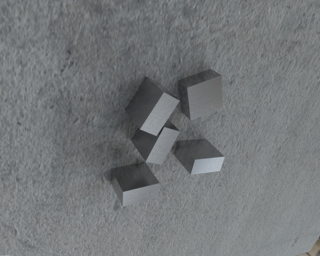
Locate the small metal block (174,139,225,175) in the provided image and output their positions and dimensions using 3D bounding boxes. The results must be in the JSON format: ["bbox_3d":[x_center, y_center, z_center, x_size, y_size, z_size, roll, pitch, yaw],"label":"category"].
[{"bbox_3d":[0.056,0.040,0.448,0.050,0.050,0.025,-2,120,-28],"label":"small metal block"}]

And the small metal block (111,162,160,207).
[{"bbox_3d":[-0.035,0.074,0.419,0.050,0.050,0.025,-9,123,-24],"label":"small metal block"}]

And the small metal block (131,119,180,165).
[{"bbox_3d":[-0.007,0.011,0.395,0.025,0.050,0.050,16,110,-35],"label":"small metal block"}]

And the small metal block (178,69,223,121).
[{"bbox_3d":[0.054,-0.044,0.411,0.050,0.025,0.050,-22,127,-16],"label":"small metal block"}]

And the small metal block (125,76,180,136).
[{"bbox_3d":[-0.010,-0.027,0.370,0.025,0.050,0.050,24,105,-37],"label":"small metal block"}]
